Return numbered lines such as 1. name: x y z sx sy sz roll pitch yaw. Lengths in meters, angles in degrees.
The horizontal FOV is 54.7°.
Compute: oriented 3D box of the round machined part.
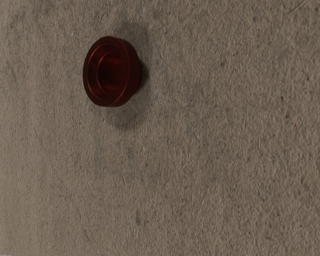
1. round machined part: -0.064 -0.078 0.444 0.098 0.042 0.097 0 90 39
